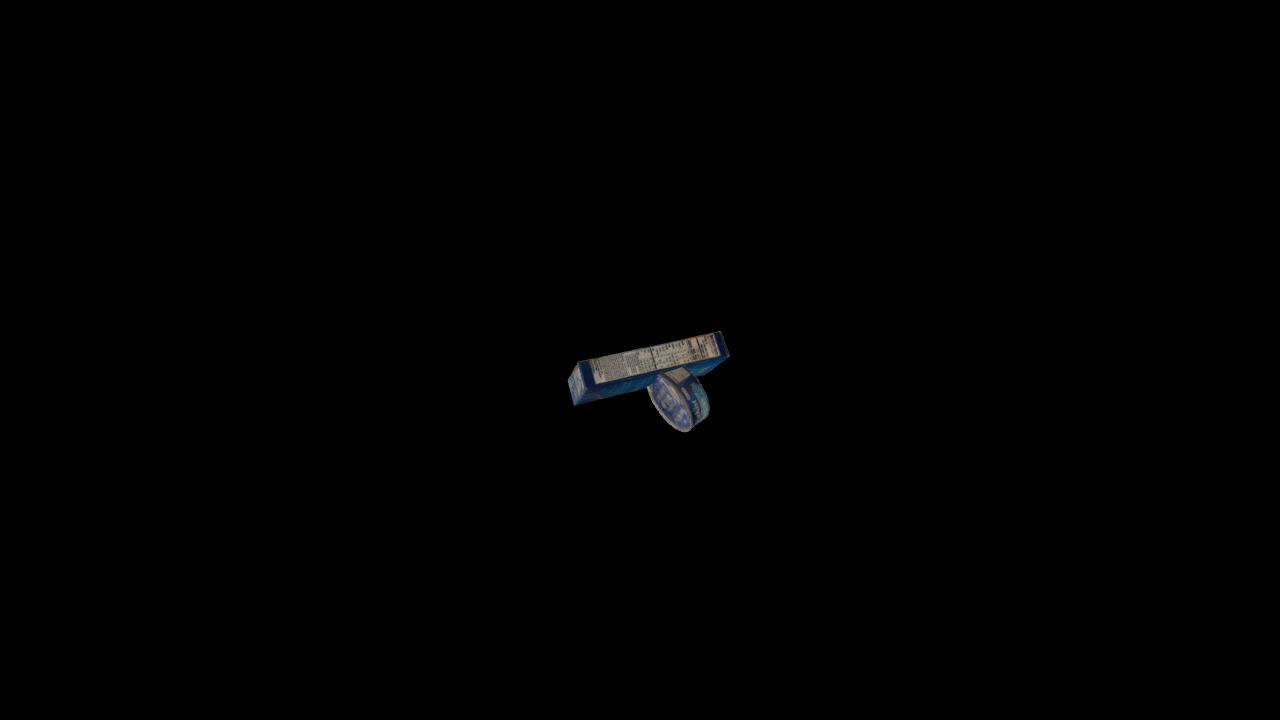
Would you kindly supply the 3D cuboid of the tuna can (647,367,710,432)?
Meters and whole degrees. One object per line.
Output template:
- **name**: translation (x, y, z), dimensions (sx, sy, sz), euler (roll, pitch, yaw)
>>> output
- **tuna can**: translation (0.046, 0.045, 0.750), dimensions (0.034, 0.084, 0.084), euler (-32, 14, -23)

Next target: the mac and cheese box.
- **mac and cheese box**: translation (0.008, 0.011, 0.763), dimensions (0.184, 0.041, 0.093), euler (-13, -14, -18)
